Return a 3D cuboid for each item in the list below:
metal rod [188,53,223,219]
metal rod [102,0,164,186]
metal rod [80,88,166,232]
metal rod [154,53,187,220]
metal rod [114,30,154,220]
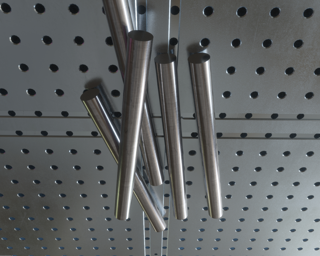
[{"bbox_3d":[0.070,0.034,0.440,0.025,0.025,0.299,-8,130,6],"label":"metal rod"},{"bbox_3d":[-0.027,-0.033,0.383,0.025,0.025,0.299,-6,130,5],"label":"metal rod"},{"bbox_3d":[-0.043,0.068,0.469,0.025,0.025,0.299,-13,129,10],"label":"metal rod"},{"bbox_3d":[0.021,0.036,0.441,0.025,0.025,0.298,-5,130,4],"label":"metal rod"},{"bbox_3d":[-0.039,0.023,0.396,0.025,0.025,0.298,6,130,-5],"label":"metal rod"}]
